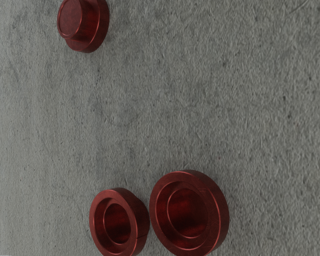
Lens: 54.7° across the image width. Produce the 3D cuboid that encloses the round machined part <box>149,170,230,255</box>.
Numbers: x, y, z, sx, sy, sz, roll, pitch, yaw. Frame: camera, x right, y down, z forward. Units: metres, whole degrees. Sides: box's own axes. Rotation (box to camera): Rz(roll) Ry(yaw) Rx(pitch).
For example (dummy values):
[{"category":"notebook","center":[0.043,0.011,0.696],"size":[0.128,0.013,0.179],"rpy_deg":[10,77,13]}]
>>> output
[{"category":"round machined part","center":[0.038,0.097,0.363],"size":[0.098,0.042,0.097],"rpy_deg":[0,90,40]}]

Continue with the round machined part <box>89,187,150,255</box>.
[{"category":"round machined part","center":[-0.053,0.133,0.438],"size":[0.098,0.042,0.097],"rpy_deg":[0,90,40]}]

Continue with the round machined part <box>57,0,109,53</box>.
[{"category":"round machined part","center":[-0.130,-0.174,0.502],"size":[0.098,0.042,0.097],"rpy_deg":[0,90,40]}]
